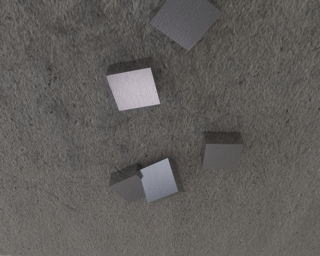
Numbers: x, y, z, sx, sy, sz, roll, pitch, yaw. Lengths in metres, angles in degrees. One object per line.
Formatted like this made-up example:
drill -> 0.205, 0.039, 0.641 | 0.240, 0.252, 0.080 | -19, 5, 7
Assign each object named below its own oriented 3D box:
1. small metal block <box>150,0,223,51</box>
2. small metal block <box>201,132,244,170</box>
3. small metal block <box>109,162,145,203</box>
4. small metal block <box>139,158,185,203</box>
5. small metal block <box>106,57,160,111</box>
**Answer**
small metal block -> 0.025, -0.115, 0.310 | 0.050, 0.025, 0.050 | 30, 124, -23
small metal block -> 0.086, 0.032, 0.435 | 0.050, 0.025, 0.050 | 1, 130, -1
small metal block -> -0.042, 0.086, 0.480 | 0.050, 0.025, 0.050 | -26, 126, 20
small metal block -> 0.003, 0.078, 0.453 | 0.050, 0.050, 0.025 | -25, 156, 20
small metal block -> -0.030, -0.051, 0.363 | 0.050, 0.025, 0.050 | -9, 130, 7
